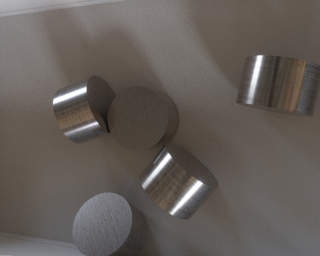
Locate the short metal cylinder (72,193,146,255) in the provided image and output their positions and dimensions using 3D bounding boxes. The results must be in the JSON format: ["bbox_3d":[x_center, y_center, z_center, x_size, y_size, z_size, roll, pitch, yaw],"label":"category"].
[{"bbox_3d":[-0.064,0.130,0.400,0.080,0.050,0.080,-10,54,14],"label":"short metal cylinder"}]

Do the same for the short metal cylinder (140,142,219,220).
[{"bbox_3d":[0.023,0.062,0.373,0.080,0.080,0.050,41,103,15],"label":"short metal cylinder"}]

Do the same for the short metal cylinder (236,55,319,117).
[{"bbox_3d":[0.128,-0.044,0.336,0.080,0.080,0.050,13,94,19],"label":"short metal cylinder"}]

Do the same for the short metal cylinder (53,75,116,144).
[{"bbox_3d":[-0.095,-0.024,0.413,0.050,0.080,0.080,-18,84,19],"label":"short metal cylinder"}]

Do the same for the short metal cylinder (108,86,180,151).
[{"bbox_3d":[-0.020,-0.012,0.403,0.080,0.050,0.079,0,90,19],"label":"short metal cylinder"}]
